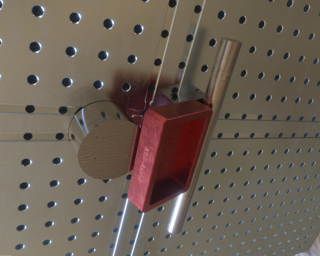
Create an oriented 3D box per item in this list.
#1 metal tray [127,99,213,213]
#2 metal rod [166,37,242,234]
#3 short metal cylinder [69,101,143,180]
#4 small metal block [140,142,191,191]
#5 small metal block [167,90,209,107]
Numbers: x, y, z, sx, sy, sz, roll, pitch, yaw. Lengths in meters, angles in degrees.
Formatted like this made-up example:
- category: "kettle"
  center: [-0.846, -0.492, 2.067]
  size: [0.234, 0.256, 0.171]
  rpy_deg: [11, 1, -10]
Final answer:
- category: "metal tray"
  center: [0.012, 0.034, 0.386]
  size: [0.091, 0.030, 0.129]
  rpy_deg: [-15, 127, -44]
- category: "metal rod"
  center: [0.053, 0.028, 0.426]
  size: [0.025, 0.025, 0.298]
  rpy_deg: [-1, 119, -28]
- category: "short metal cylinder"
  center: [-0.063, 0.014, 0.370]
  size: [0.081, 0.050, 0.079]
  rpy_deg: [-14, 125, -21]
- category: "small metal block"
  center: [0.009, 0.057, 0.452]
  size: [0.050, 0.025, 0.050]
  rpy_deg: [-43, 130, 1]
- category: "small metal block"
  center: [0.037, -0.020, 0.421]
  size: [0.050, 0.025, 0.050]
  rpy_deg: [-14, 125, -21]
